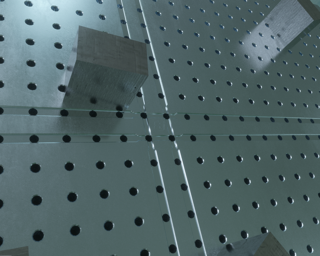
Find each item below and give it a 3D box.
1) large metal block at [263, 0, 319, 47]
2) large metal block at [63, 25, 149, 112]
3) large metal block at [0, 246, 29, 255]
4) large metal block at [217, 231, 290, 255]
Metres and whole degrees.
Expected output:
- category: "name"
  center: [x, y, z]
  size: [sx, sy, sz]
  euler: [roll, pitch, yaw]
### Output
- category: "large metal block"
  center: [0.288, -0.235, 0.670]
  size: [0.050, 0.080, 0.080]
  euler: [-22, 74, -36]
- category: "large metal block"
  center: [-0.068, -0.067, 0.377]
  size: [0.081, 0.080, 0.050]
  euler: [9, 58, -24]
- category: "large metal block"
  center: [-0.141, 0.141, 0.230]
  size: [0.081, 0.050, 0.080]
  euler: [-1, 62, -28]
- category: "large metal block"
  center: [0.105, 0.166, 0.327]
  size: [0.050, 0.080, 0.080]
  euler: [-33, 81, -38]
